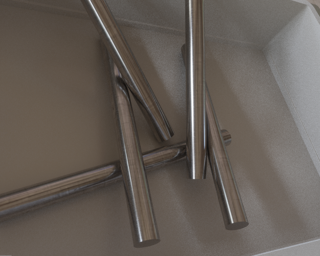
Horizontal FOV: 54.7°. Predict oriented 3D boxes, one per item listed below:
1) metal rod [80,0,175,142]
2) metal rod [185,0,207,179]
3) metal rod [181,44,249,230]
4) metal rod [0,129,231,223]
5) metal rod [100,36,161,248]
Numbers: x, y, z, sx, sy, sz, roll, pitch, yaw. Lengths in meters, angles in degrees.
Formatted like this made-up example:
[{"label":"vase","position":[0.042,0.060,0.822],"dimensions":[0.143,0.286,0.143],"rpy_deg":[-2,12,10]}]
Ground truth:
[{"label":"metal rod","position":[-0.060,-0.115,0.362],"dimensions":[0.025,0.025,0.299],"rpy_deg":[-42,112,-39]},{"label":"metal rod","position":[0.045,-0.086,0.396],"dimensions":[0.025,0.025,0.298],"rpy_deg":[4,82,-27]},{"label":"metal rod","position":[0.064,-0.013,0.420],"dimensions":[0.025,0.025,0.300],"rpy_deg":[10,49,-23]},{"label":"metal rod","position":[-0.029,0.044,0.363],"dimensions":[0.303,0.025,0.025],"rpy_deg":[-14,69,-34]},{"label":"metal rod","position":[-0.044,-0.015,0.367],"dimensions":[0.025,0.025,0.299],"rpy_deg":[4,53,-26]}]
